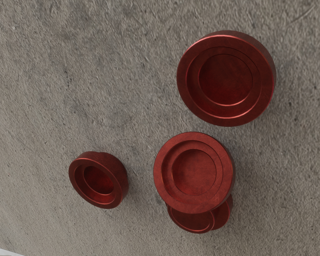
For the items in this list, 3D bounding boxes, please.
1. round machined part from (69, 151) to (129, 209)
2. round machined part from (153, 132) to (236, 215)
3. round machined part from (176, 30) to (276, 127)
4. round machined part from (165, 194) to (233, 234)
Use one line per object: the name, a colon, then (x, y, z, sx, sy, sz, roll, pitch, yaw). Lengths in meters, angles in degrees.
round machined part: (-0.092, 0.077, 0.492, 0.098, 0.042, 0.097, 13, 124, 21)
round machined part: (0.045, 0.055, 0.386, 0.098, 0.042, 0.098, -4, 80, 22)
round machined part: (0.071, -0.053, 0.326, 0.098, 0.042, 0.097, 13, 124, 21)
round machined part: (0.050, 0.110, 0.438, 0.098, 0.042, 0.097, 13, 124, 21)
